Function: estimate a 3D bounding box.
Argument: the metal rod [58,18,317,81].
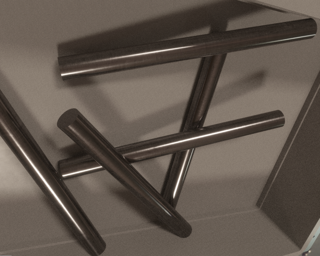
[{"bbox_3d":[0.042,-0.092,0.351,0.302,0.025,0.025,-12,124,-13],"label":"metal rod"}]

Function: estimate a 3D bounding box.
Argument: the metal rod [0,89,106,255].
[{"bbox_3d":[-0.133,0.051,0.351,0.025,0.025,0.299,-28,123,-11],"label":"metal rod"}]

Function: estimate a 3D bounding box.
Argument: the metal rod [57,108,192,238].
[{"bbox_3d":[-0.025,0.079,0.403,0.025,0.025,0.300,-39,133,-2],"label":"metal rod"}]

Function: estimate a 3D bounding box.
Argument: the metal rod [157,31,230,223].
[{"bbox_3d":[0.042,0.015,0.443,0.025,0.025,0.298,0,118,-29],"label":"metal rod"}]

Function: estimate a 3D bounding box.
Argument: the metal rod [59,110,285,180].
[{"bbox_3d":[0.025,0.019,0.408,0.302,0.025,0.025,-13,124,-12],"label":"metal rod"}]
